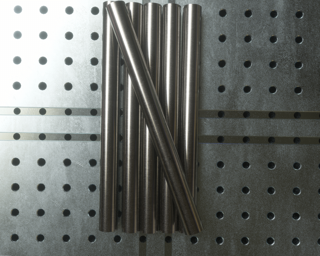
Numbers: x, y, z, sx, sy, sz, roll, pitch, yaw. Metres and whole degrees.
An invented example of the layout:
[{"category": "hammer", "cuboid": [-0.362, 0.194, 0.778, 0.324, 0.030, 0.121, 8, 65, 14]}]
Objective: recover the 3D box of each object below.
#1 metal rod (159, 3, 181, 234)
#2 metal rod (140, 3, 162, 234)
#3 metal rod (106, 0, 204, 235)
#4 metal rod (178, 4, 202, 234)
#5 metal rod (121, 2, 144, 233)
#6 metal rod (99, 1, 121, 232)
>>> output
[{"category": "metal rod", "cuboid": [0.013, -0.012, 0.414, 0.025, 0.025, 0.298, 1, 90, 0]}, {"category": "metal rod", "cuboid": [-0.012, -0.013, 0.412, 0.025, 0.025, 0.298, 1, 90, 0]}, {"category": "metal rod", "cuboid": [-0.006, -0.012, 0.388, 0.025, 0.025, 0.299, -19, 90, 0]}, {"category": "metal rod", "cuboid": [0.040, -0.012, 0.414, 0.025, 0.025, 0.298, 1, 90, 0]}, {"category": "metal rod", "cuboid": [-0.037, -0.013, 0.412, 0.025, 0.025, 0.298, 1, 90, 0]}, {"category": "metal rod", "cuboid": [-0.066, -0.015, 0.412, 0.025, 0.025, 0.298, 1, 90, 0]}]
